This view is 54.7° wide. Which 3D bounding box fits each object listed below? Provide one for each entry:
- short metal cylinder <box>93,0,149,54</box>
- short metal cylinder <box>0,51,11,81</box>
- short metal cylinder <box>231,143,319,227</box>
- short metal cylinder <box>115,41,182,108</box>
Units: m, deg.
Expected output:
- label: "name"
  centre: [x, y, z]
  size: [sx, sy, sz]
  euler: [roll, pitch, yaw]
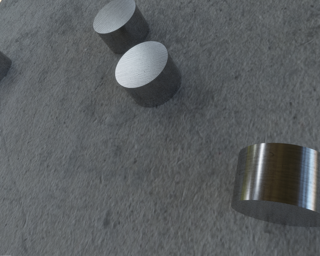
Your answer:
- label: "short metal cylinder"
  centre: [-0.065, -0.174, 0.527]
  size: [0.080, 0.050, 0.080]
  euler: [-13, 56, 20]
- label: "short metal cylinder"
  centre: [-0.368, -0.135, 0.660]
  size: [0.080, 0.050, 0.080]
  euler: [-13, 56, 20]
- label: "short metal cylinder"
  centre: [0.108, 0.053, 0.279]
  size: [0.080, 0.080, 0.050]
  euler: [1, 63, 28]
- label: "short metal cylinder"
  centre: [-0.016, -0.076, 0.441]
  size: [0.080, 0.050, 0.080]
  euler: [-13, 56, 20]
